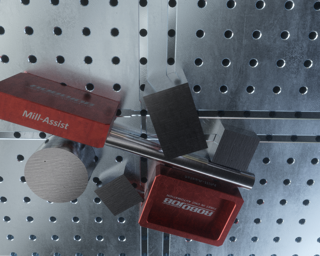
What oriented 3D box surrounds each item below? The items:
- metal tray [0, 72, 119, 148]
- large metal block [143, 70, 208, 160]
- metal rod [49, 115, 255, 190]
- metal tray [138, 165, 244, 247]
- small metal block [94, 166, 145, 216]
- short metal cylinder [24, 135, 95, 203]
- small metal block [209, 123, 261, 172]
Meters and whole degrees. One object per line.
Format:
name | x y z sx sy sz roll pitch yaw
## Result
metal tray | -0.120 -0.024 0.367 0.131 0.090 0.030 17 109 -7
large metal block | 0.018 -0.019 0.378 0.050 0.080 0.080 -17 109 6
metal rod | -0.013 0.030 0.424 0.302 0.025 0.025 18 109 -7
metal tray | 0.044 0.115 0.453 0.131 0.030 0.089 17 109 -7
small metal block | -0.058 0.091 0.447 0.050 0.025 0.050 -31 107 10
short metal cylinder | -0.132 0.053 0.417 0.081 0.050 0.079 0 110 0
small metal block | 0.101 0.026 0.424 0.050 0.025 0.050 16 109 -6
